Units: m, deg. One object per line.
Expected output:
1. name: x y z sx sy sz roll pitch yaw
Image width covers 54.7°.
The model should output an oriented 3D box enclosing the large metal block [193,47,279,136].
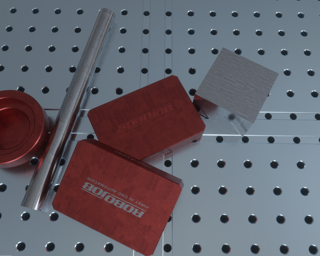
1. large metal block: 0.099 -0.048 0.417 0.080 0.050 0.080 29 72 9

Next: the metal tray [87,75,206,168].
1. metal tray: -0.018 -0.005 0.411 0.131 0.030 0.090 -24 72 -9

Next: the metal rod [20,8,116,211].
1. metal rod: -0.118 -0.039 0.424 0.025 0.025 0.299 14 70 5

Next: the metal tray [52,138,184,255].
1. metal tray: -0.049 0.078 0.363 0.130 0.030 0.090 24 94 8

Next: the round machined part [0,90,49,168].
1. round machined part: -0.192 0.004 0.399 0.099 0.042 0.098 0 70 -1
